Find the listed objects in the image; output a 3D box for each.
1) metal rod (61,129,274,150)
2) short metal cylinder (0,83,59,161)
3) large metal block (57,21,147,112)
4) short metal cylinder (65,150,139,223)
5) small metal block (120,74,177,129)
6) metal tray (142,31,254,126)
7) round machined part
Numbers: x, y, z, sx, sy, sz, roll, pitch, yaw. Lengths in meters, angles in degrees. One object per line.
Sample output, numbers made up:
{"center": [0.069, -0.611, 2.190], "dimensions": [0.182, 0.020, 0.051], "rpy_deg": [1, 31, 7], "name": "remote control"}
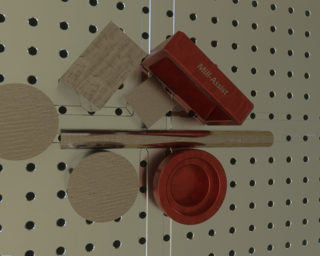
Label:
{"center": [0.024, 0.015, 0.421], "dimensions": [0.302, 0.025, 0.025], "rpy_deg": [1, 90, -20], "name": "metal rod"}
{"center": [-0.155, -0.006, 0.341], "dimensions": [0.081, 0.050, 0.080], "rpy_deg": [0, 90, -20], "name": "short metal cylinder"}
{"center": [-0.070, -0.066, 0.357], "dimensions": [0.050, 0.080, 0.080], "rpy_deg": [41, 77, -16], "name": "large metal block"}
{"center": [-0.071, 0.066, 0.373], "dimensions": [0.081, 0.050, 0.080], "rpy_deg": [0, 90, -20], "name": "short metal cylinder"}
{"center": [-0.016, -0.034, 0.407], "dimensions": [0.050, 0.025, 0.050], "rpy_deg": [-41, 103, -15], "name": "small metal block"}
{"center": [0.045, -0.056, 0.394], "dimensions": [0.130, 0.090, 0.030], "rpy_deg": [42, 77, -15], "name": "metal tray"}
{"center": [0.037, 0.076, 0.417], "dimensions": [0.099, 0.042, 0.097], "rpy_deg": [0, 90, -20], "name": "round machined part"}
